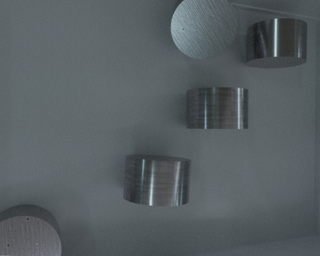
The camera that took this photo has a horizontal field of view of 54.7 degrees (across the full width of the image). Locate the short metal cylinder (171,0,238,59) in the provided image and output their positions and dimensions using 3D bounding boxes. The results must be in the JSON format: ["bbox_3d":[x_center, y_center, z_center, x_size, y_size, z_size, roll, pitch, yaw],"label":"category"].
[{"bbox_3d":[0.055,-0.135,0.396,0.080,0.050,0.079,2,122,3],"label":"short metal cylinder"}]

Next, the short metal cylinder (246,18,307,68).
[{"bbox_3d":[0.166,-0.118,0.442,0.081,0.080,0.050,1,90,-20],"label":"short metal cylinder"}]

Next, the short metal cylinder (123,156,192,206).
[{"bbox_3d":[-0.003,0.061,0.380,0.081,0.080,0.050,4,89,-20],"label":"short metal cylinder"}]

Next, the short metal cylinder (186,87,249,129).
[{"bbox_3d":[0.075,-0.024,0.409,0.081,0.080,0.050,0,90,-20],"label":"short metal cylinder"}]

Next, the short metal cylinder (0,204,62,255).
[{"bbox_3d":[-0.152,0.130,0.341,0.081,0.050,0.080,0,90,-20],"label":"short metal cylinder"}]
